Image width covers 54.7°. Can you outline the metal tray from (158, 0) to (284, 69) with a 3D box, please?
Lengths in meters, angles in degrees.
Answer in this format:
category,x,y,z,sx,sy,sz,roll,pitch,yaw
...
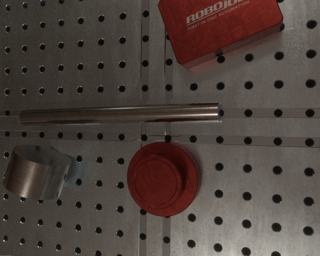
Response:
category,x,y,z,sx,sy,sz,roll,pitch,yaw
metal tray,0.072,-0.140,0.384,0.130,0.030,0.090,-20,84,18

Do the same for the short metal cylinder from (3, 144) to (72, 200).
category,x,y,z,sx,sy,sz,roll,pitch,yaw
short metal cylinder,-0.174,0.061,0.443,0.080,0.080,0.050,22,97,18

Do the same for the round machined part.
category,x,y,z,sx,sy,sz,roll,pitch,yaw
round machined part,0.001,0.067,0.402,0.098,0.042,0.097,0,90,19

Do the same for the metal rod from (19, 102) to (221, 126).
category,x,y,z,sx,sy,sz,roll,pitch,yaw
metal rod,-0.068,-0.018,0.435,0.301,0.025,0.025,-1,90,19
